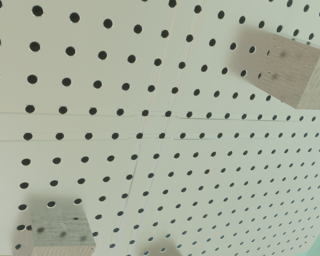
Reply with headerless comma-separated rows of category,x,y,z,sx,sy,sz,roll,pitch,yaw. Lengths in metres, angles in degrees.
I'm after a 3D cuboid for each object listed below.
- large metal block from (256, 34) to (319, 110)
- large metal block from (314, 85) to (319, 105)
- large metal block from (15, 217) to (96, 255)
large metal block,0.194,-0.079,0.435,0.050,0.080,0.079,-1,119,-29
large metal block,0.325,-0.075,0.530,0.081,0.050,0.079,-9,123,-24
large metal block,-0.145,0.172,0.423,0.081,0.050,0.080,14,111,-35
